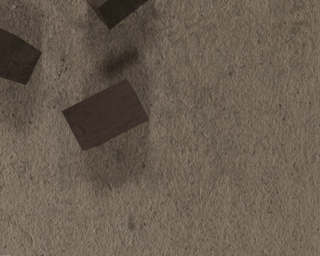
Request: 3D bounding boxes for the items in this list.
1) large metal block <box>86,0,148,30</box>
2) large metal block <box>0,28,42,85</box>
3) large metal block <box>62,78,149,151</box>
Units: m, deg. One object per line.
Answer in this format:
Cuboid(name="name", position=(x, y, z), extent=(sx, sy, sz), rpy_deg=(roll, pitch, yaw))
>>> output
Cuboid(name="large metal block", position=(-0.053, -0.177, 0.382), extent=(0.080, 0.080, 0.050), rpy_deg=(-38, 90, 0))
Cuboid(name="large metal block", position=(-0.207, -0.097, 0.380), extent=(0.080, 0.080, 0.050), rpy_deg=(25, 90, -1))
Cuboid(name="large metal block", position=(-0.061, -0.015, 0.382), extent=(0.080, 0.080, 0.050), rpy_deg=(-27, 90, 0))
